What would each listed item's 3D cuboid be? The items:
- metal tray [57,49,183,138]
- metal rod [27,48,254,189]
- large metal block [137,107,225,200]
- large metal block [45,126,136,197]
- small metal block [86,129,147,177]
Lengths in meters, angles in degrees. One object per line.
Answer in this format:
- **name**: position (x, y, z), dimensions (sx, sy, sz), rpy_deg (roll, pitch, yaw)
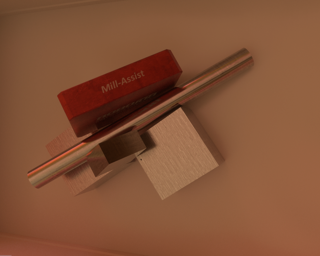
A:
- **metal tray**: position (-0.045, -0.037, 0.361), dimensions (0.131, 0.090, 0.030), rpy_deg (-25, 82, -15)
- **metal rod**: position (-0.024, -0.011, 0.377), dimensions (0.301, 0.025, 0.025), rpy_deg (-30, 80, 2)
- **large metal block**: position (0.022, 0.031, 0.387), dimensions (0.080, 0.050, 0.080), rpy_deg (-35, 79, 16)
- **large metal block**: position (-0.095, 0.035, 0.426), dimensions (0.080, 0.050, 0.080), rpy_deg (-35, 79, 16)
- **small metal block**: position (-0.052, 0.030, 0.361), dimensions (0.025, 0.050, 0.050), rpy_deg (61, 144, 10)
